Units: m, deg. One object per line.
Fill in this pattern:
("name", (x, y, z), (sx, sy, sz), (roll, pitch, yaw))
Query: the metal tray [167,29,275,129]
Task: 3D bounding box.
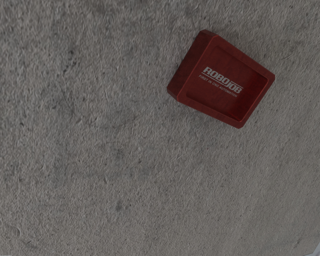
("metal tray", (0.084, -0.059, 0.411), (0.131, 0.030, 0.090), (20, 107, -36))
